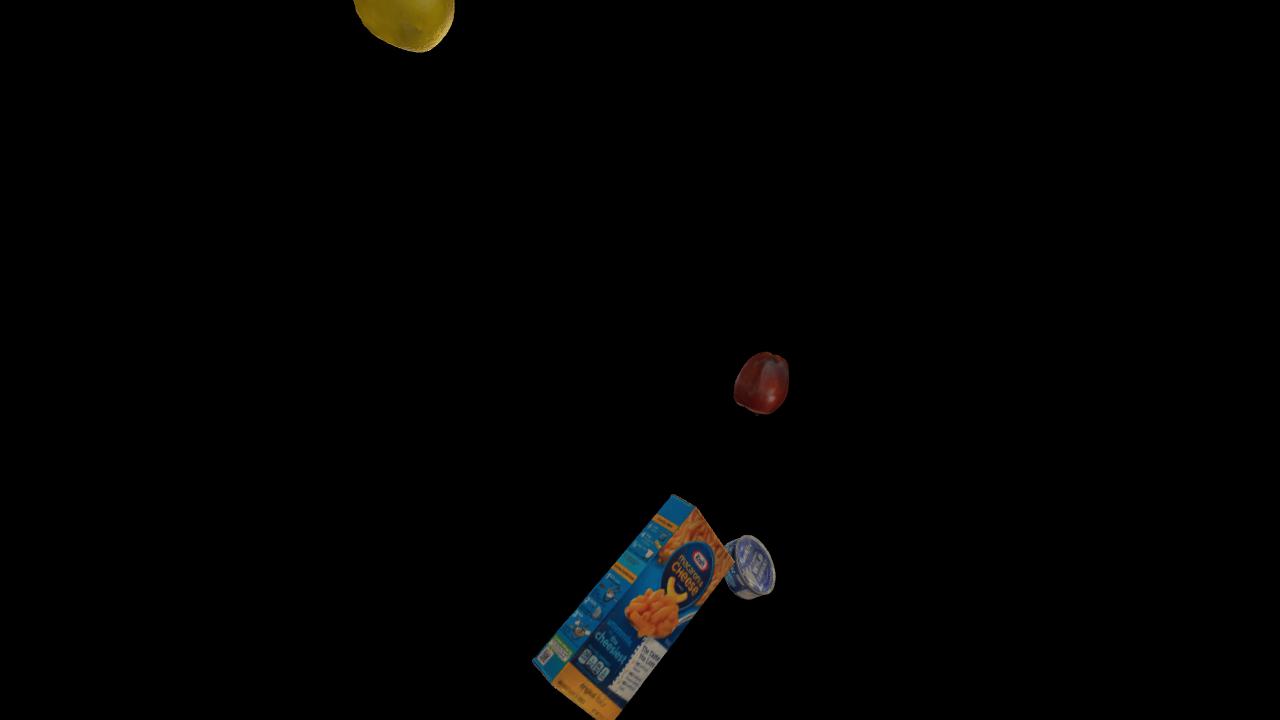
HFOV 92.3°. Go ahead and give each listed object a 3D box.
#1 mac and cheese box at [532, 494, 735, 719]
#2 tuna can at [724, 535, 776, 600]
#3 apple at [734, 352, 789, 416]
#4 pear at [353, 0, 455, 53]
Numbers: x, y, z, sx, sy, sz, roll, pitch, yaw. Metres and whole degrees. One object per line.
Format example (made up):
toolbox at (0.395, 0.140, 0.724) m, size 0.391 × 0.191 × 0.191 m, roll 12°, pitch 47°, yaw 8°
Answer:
mac and cheese box at (0.001, 0.219, 0.545) m, size 0.184 × 0.093 × 0.041 m, roll -46°, pitch 33°, yaw -20°
tuna can at (0.153, 0.294, 0.874) m, size 0.034 × 0.084 × 0.084 m, roll -36°, pitch -22°, yaw 35°
apple at (0.178, 0.036, 0.885) m, size 0.079 × 0.093 × 0.079 m, roll 15°, pitch 12°, yaw -3°
pear at (-0.172, -0.295, 0.460) m, size 0.080 × 0.111 × 0.080 m, roll 20°, pitch 33°, yaw -14°
